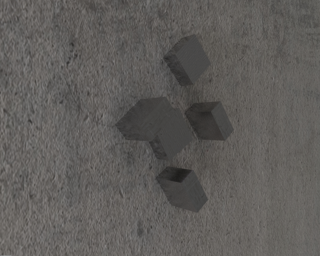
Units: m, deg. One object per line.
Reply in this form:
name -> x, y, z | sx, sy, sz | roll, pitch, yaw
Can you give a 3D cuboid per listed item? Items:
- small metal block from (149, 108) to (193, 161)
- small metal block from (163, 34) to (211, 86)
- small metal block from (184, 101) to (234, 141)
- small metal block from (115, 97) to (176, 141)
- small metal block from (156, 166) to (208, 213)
small metal block -> 0.011, 0.008, 0.413 | 0.050, 0.025, 0.050 | -38, 114, -33
small metal block -> 0.039, -0.095, 0.437 | 0.050, 0.025, 0.050 | -50, 120, -28
small metal block -> 0.071, -0.010, 0.447 | 0.025, 0.050, 0.050 | -45, 117, -31
small metal block -> -0.018, -0.011, 0.373 | 0.050, 0.050, 0.025 | -49, 119, -29
small metal block -> 0.029, 0.081, 0.413 | 0.025, 0.050, 0.050 | -41, 115, -32
